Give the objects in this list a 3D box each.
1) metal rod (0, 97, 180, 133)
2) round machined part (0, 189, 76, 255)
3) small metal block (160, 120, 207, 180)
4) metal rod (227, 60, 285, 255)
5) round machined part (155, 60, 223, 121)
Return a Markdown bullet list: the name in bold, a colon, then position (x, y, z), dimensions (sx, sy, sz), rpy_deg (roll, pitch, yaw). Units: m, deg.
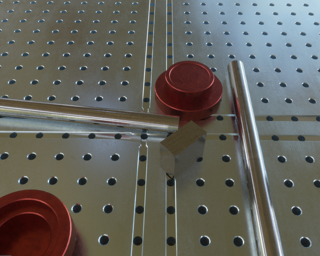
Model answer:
- **metal rod**: position (-0.125, -0.020, 0.423), dimensions (0.302, 0.025, 0.025), rpy_deg (6, 50, 5)
- **round machined part**: position (-0.131, 0.113, 0.301), dimensions (0.099, 0.042, 0.098), rpy_deg (0, 50, 0)
- **small metal block**: position (0.027, 0.026, 0.369), dimensions (0.050, 0.050, 0.025), rpy_deg (-34, 58, -25)
- **metal rod**: position (0.114, 0.018, 0.393), dimensions (0.025, 0.025, 0.300), rpy_deg (2, 50, 1)
- **round machined part**: position (0.041, -0.060, 0.447), dimensions (0.099, 0.042, 0.098), rpy_deg (0, 50, 0)
